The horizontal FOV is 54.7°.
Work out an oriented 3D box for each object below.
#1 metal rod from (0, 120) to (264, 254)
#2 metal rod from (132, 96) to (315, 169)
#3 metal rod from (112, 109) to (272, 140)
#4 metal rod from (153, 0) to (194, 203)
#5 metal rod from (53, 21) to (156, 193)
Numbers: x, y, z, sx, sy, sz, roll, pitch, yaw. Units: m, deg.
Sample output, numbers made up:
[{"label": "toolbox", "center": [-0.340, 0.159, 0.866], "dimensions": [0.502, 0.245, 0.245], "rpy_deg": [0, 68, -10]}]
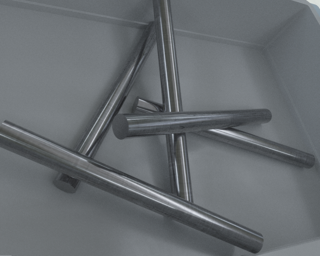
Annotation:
[{"label": "metal rod", "center": [-0.018, 0.069, 0.324], "dimensions": [0.301, 0.025, 0.025], "rpy_deg": [27, 52, -15]}, {"label": "metal rod", "center": [0.104, 0.012, 0.454], "dimensions": [0.302, 0.025, 0.025], "rpy_deg": [17, 55, -19]}, {"label": "metal rod", "center": [0.067, -0.011, 0.404], "dimensions": [0.302, 0.025, 0.025], "rpy_deg": [-5, 64, -46]}, {"label": "metal rod", "center": [0.015, -0.047, 0.403], "dimensions": [0.025, 0.025, 0.299], "rpy_deg": [3, 72, -27]}, {"label": "metal rod", "center": [-0.053, -0.050, 0.407], "dimensions": [0.025, 0.025, 0.300], "rpy_deg": [30, 52, -10]}]
